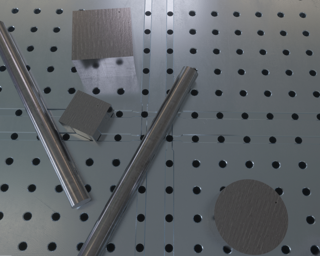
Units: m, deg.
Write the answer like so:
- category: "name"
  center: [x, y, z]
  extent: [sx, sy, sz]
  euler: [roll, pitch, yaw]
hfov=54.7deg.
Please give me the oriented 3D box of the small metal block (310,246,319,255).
- category: "small metal block"
  center: [0.201, 0.163, 0.354]
  extent: [0.050, 0.025, 0.050]
  euler: [-37, 74, -12]

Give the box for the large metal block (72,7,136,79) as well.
- category: "large metal block"
  center: [-0.078, -0.120, 0.442]
  extent: [0.081, 0.050, 0.080]
  euler: [-4, 70, -2]

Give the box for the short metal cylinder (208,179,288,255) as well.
- category: "short metal cylinder"
  center: [0.099, 0.104, 0.361]
  extent: [0.081, 0.050, 0.080]
  euler: [0, 70, 0]

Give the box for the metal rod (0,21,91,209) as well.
- category: "metal rod"
  center: [-0.171, -0.030, 0.421]
  extent: [0.025, 0.025, 0.299]
  euler: [-28, 73, -10]

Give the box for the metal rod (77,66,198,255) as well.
- category: "metal rod"
  center: [-0.026, 0.045, 0.394]
  extent: [0.025, 0.025, 0.300]
  euler: [26, 72, 9]

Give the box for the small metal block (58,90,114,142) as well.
- category: "small metal block"
  center: [-0.098, -0.016, 0.417]
  extent: [0.050, 0.025, 0.050]
  euler: [24, 72, 8]
